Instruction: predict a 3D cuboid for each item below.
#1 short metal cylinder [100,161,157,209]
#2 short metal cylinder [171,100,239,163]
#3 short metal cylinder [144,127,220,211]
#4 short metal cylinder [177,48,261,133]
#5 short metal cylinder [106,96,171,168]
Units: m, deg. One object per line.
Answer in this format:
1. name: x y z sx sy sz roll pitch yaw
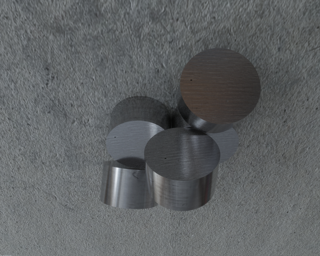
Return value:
1. short metal cylinder: -0.040 0.076 0.428 0.081 0.080 0.050 6 91 -5
2. short metal cylinder: 0.055 0.005 0.396 0.081 0.050 0.079 0 130 0
3. short metal cylinder: 0.024 0.044 0.345 0.081 0.080 0.050 -1 130 0
4. short metal cylinder: 0.060 -0.038 0.332 0.081 0.080 0.050 0 168 -1
5. short metal cylinder: -0.025 0.006 0.396 0.081 0.050 0.079 0 130 0
